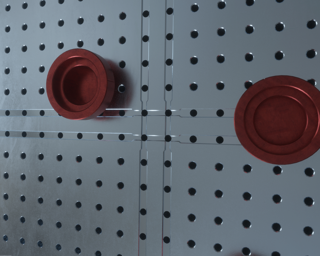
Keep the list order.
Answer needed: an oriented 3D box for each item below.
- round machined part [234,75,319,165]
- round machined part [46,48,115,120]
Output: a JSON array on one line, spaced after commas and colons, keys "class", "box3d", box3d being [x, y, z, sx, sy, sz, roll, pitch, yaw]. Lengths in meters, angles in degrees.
[{"class": "round machined part", "box3d": [0.137, -0.009, 0.355, 0.098, 0.042, 0.097, 0, 90, 19]}, {"class": "round machined part", "box3d": [-0.108, -0.060, 0.440, 0.098, 0.042, 0.097, 0, 90, 19]}]
